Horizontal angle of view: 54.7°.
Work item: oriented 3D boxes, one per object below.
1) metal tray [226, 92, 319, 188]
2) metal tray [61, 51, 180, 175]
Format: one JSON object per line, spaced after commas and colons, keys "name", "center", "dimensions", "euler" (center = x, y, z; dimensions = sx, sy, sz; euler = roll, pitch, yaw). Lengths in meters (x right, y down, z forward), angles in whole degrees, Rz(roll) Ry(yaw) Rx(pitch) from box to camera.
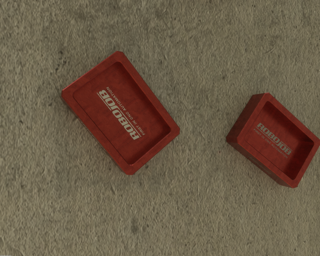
{"name": "metal tray", "center": [0.174, 0.019, 0.470], "dimensions": [0.130, 0.030, 0.090], "euler": [37, 78, -16]}
{"name": "metal tray", "center": [-0.047, -0.018, 0.388], "dimensions": [0.090, 0.030, 0.130], "euler": [-41, 103, -16]}
